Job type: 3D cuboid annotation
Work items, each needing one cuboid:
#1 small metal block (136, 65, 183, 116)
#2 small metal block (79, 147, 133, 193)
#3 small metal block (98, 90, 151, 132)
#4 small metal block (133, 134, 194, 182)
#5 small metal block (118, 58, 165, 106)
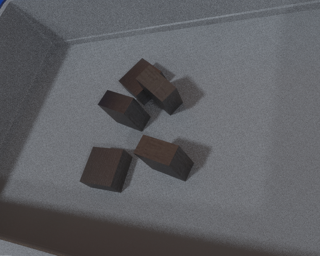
[{"bbox_3d":[0.000,-0.049,0.411,0.025,0.050,0.050,-46,68,-3],"label":"small metal block"},{"bbox_3d":[-0.070,0.054,0.408,0.050,0.025,0.050,3,63,29],"label":"small metal block"},{"bbox_3d":[-0.049,-0.024,0.428,0.050,0.050,0.025,20,72,35],"label":"small metal block"},{"bbox_3d":[0.005,0.036,0.364,0.050,0.050,0.025,16,70,34],"label":"small metal block"},{"bbox_3d":[-0.025,-0.069,0.460,0.050,0.025,0.050,-45,51,-4],"label":"small metal block"}]
